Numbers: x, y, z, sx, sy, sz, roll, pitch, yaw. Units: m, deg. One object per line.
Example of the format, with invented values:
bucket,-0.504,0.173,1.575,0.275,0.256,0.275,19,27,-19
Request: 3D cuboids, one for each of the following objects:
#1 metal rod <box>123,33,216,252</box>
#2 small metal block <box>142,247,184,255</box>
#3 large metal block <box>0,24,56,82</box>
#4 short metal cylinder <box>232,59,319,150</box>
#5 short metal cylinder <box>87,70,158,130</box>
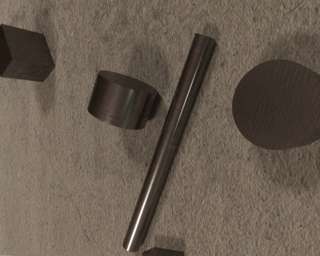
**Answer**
metal rod,0.006,0.030,0.397,0.025,0.025,0.298,30,108,35
small metal block,0.006,0.185,0.398,0.050,0.025,0.050,-9,84,39
large metal block,-0.253,-0.136,0.574,0.050,0.081,0.080,-38,67,33
short metal cylinder,0.116,-0.020,0.292,0.080,0.050,0.079,0,90,39
short metal cylinder,-0.049,-0.038,0.408,0.080,0.081,0.050,33,110,35
